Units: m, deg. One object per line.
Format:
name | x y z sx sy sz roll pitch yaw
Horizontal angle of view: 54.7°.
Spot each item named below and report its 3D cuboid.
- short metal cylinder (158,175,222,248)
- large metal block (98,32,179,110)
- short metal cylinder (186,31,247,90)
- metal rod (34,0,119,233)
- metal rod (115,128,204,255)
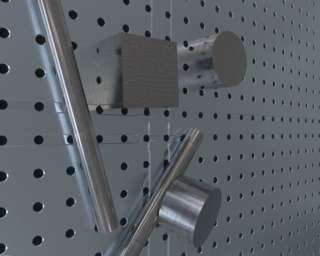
short metal cylinder | 0.041 0.109 0.409 0.081 0.050 0.079 -35 134 -47
large metal block | -0.025 -0.063 0.372 0.081 0.050 0.079 -3 92 -40
short metal cylinder | 0.085 -0.099 0.464 0.081 0.050 0.079 0 90 -40
metal rod | -0.091 -0.028 0.332 0.025 0.025 0.298 -21 103 -38
metal rod | -0.020 0.124 0.392 0.025 0.025 0.300 47 62 -30
